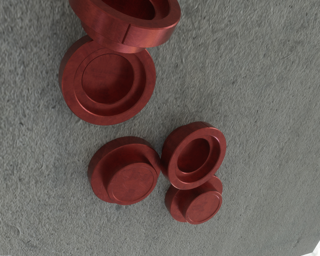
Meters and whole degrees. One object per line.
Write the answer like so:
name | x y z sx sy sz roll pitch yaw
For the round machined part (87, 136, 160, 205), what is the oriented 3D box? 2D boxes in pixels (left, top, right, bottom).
round machined part | -0.042 0.063 0.412 0.099 0.042 0.097 -14 124 -21

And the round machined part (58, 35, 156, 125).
round machined part | -0.057 -0.055 0.330 0.099 0.042 0.097 -14 124 -21

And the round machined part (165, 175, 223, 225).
round machined part | 0.061 0.116 0.501 0.099 0.042 0.097 -14 124 -21

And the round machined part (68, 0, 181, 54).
round machined part | -0.034 -0.107 0.282 0.099 0.098 0.042 0 145 -29

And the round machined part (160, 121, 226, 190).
round machined part | 0.042 0.034 0.435 0.099 0.042 0.097 -17 124 -26
